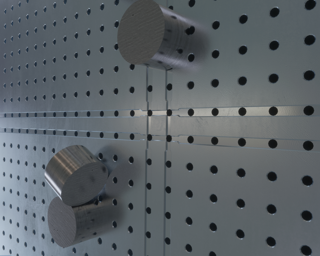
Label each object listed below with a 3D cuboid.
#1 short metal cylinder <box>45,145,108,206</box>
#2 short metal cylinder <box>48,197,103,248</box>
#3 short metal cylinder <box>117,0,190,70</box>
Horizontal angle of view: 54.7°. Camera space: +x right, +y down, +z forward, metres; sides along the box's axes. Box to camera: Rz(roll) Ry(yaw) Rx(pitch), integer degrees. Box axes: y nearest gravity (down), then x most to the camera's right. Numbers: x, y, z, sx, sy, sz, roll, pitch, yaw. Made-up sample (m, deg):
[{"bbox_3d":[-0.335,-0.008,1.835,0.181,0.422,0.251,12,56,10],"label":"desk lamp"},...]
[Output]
[{"bbox_3d":[-0.128,0.073,0.480,0.050,0.081,0.079,36,112,34],"label":"short metal cylinder"},{"bbox_3d":[-0.140,0.148,0.509,0.080,0.050,0.079,0,90,40],"label":"short metal cylinder"},{"bbox_3d":[-0.009,-0.118,0.401,0.080,0.050,0.079,0,90,40],"label":"short metal cylinder"}]
